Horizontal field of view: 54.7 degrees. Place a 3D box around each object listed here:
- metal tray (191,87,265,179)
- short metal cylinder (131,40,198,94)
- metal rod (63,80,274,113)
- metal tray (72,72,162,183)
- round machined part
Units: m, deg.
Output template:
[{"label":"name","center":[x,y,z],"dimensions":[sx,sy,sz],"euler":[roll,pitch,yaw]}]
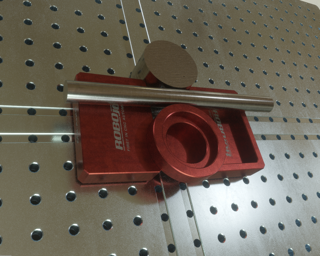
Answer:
[{"label":"metal tray","center":[0.087,0.005,0.444],"dimensions":[0.091,0.030,0.130],"euler":[1,61,-28]},{"label":"short metal cylinder","center":[0.005,-0.076,0.436],"dimensions":[0.081,0.050,0.080],"euler":[14,56,-21]},{"label":"metal rod","center":[0.032,-0.038,0.404],"dimensions":[0.303,0.025,0.025],"euler":[1,62,-28]},{"label":"metal tray","center":[-0.054,-0.002,0.371],"dimensions":[0.091,0.030,0.130],"euler":[3,61,-27]},{"label":"round machined part","center":[0.029,0.022,0.383],"dimensions":[0.099,0.042,0.098],"euler":[14,56,-21]}]
